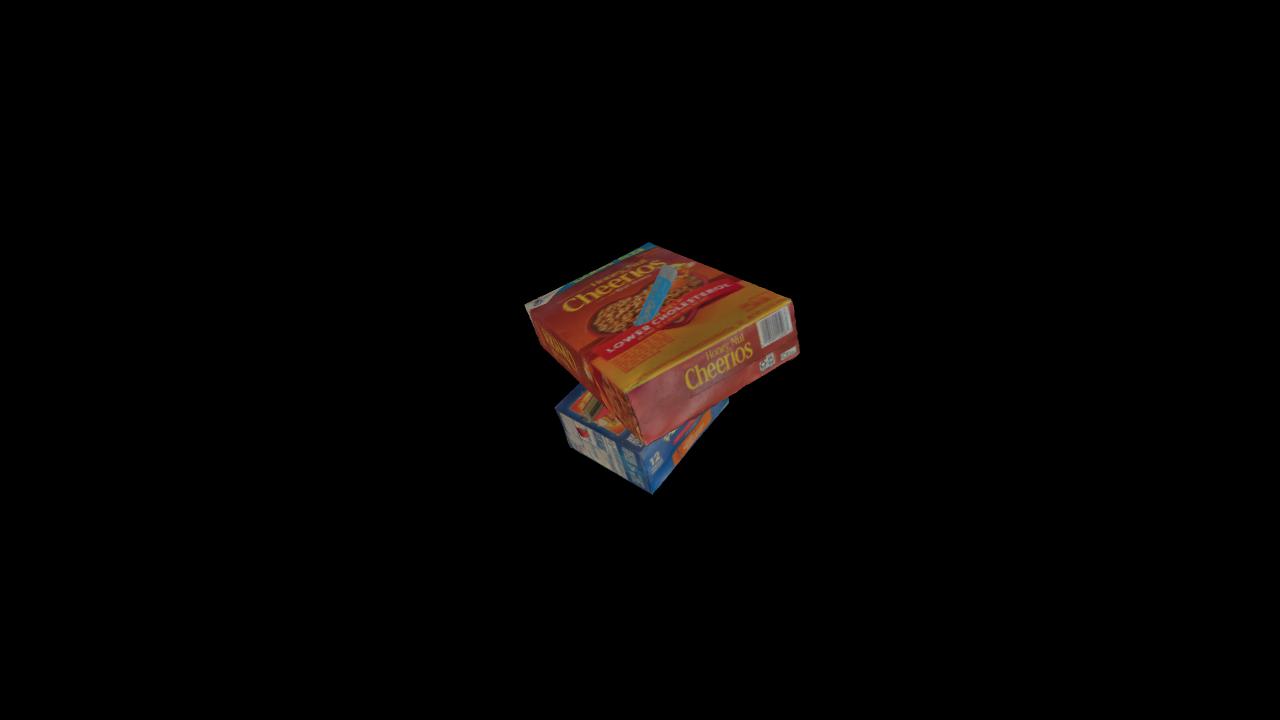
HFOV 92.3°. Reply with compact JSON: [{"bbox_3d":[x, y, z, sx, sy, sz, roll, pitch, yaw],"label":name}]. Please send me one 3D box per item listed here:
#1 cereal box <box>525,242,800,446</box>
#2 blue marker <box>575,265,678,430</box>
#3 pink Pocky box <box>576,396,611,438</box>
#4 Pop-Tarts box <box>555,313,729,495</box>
[{"bbox_3d":[0.008,-0.041,0.726,0.203,0.081,0.306,-28,32,-16],"label":"cereal box"},{"bbox_3d":[0.007,-0.045,0.657,0.020,0.121,0.020,25,-9,4],"label":"blue marker"},{"bbox_3d":[-0.005,0.032,0.731,0.084,0.155,0.029,11,33,-46],"label":"pink Pocky box"},{"bbox_3d":[0.006,0.057,0.769,0.141,0.083,0.167,22,55,35],"label":"Pop-Tarts box"}]
